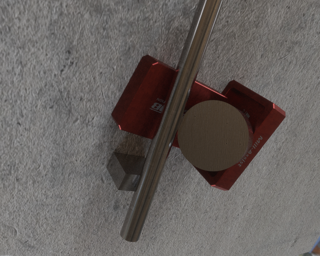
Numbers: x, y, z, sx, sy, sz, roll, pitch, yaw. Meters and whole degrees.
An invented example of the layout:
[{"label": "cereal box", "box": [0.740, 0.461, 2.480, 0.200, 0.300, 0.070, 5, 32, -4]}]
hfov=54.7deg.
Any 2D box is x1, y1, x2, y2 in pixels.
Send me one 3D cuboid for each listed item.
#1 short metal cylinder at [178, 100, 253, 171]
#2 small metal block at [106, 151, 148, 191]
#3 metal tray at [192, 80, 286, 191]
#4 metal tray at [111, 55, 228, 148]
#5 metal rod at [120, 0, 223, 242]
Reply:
[{"label": "short metal cylinder", "box": [0.067, 0.009, 0.369, 0.080, 0.080, 0.050, -56, 161, 11]}, {"label": "small metal block", "box": [-0.037, 0.058, 0.409, 0.050, 0.050, 0.025, 13, 112, -34]}, {"label": "metal tray", "box": [0.095, 0.008, 0.425, 0.030, 0.090, 0.129, 26, 104, -37]}, {"label": "metal tray", "box": [0.016, -0.026, 0.398, 0.131, 0.030, 0.090, 20, 108, -36]}, {"label": "metal rod", "box": [0.009, -0.001, 0.363, 0.025, 0.025, 0.298, 11, 104, -34]}]
